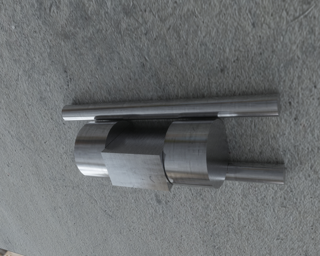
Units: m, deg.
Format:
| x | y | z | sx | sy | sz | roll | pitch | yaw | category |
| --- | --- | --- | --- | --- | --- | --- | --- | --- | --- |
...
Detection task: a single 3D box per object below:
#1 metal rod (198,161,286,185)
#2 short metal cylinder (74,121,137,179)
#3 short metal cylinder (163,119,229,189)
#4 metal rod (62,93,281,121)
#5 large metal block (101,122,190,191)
| x | y | z | sx | sy | sz | roll | pitch | yaw | category |
| --- | --- | --- | --- | --- | --- | --- | --- | --- | --- |
| 0.014 | 0.055 | 0.435 | 0.300 | 0.025 | 0.025 | 0 | 118 | 28 | metal rod |
| -0.071 | 0.030 | 0.428 | 0.050 | 0.080 | 0.080 | -1 | 118 | 29 | short metal cylinder |
| 0.045 | 0.030 | 0.367 | 0.050 | 0.080 | 0.080 | -1 | 118 | 29 | short metal cylinder |
| -0.007 | -0.023 | 0.398 | 0.300 | 0.025 | 0.025 | 0 | 118 | 28 | metal rod |
| -0.014 | 0.032 | 0.397 | 0.080 | 0.080 | 0.050 | 0 | 119 | 28 | large metal block |
